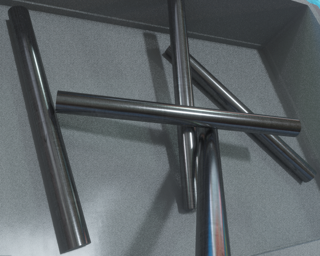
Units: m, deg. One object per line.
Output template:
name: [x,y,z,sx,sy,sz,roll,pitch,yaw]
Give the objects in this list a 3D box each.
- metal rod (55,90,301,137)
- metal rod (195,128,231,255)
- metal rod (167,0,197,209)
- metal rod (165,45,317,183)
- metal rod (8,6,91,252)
metal rod: [0.033,-0.015,0.375,0.302,0.025,0.025,6,59,-14]
metal rod: [0.052,0.045,0.320,0.025,0.025,0.301,32,24,-7]
metal rod: [0.032,-0.046,0.413,0.025,0.025,0.299,5,71,-26]
metal rod: [0.126,-0.027,0.489,0.300,0.025,0.025,43,51,2]
metal rod: [-0.130,-0.017,0.345,0.025,0.025,0.299,-8,66,-32]
